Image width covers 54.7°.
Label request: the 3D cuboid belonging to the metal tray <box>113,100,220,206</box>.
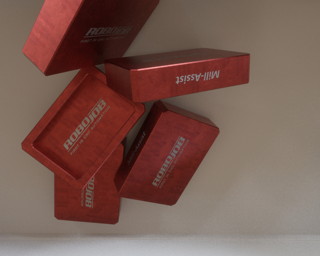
[{"bbox_3d":[0.008,0.037,0.404,0.091,0.030,0.129,18,109,-31],"label":"metal tray"}]

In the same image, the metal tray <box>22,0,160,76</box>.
[{"bbox_3d":[-0.061,-0.103,0.305,0.030,0.131,0.090,45,120,5],"label":"metal tray"}]

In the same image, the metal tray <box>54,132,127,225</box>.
[{"bbox_3d":[-0.098,0.070,0.433,0.091,0.030,0.129,6,110,-3],"label":"metal tray"}]

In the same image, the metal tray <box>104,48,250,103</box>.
[{"bbox_3d":[0.017,-0.061,0.329,0.131,0.090,0.030,-13,112,-23],"label":"metal tray"}]

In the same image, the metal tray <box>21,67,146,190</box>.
[{"bbox_3d":[-0.091,-0.002,0.380,0.090,0.030,0.130,38,90,-3],"label":"metal tray"}]
